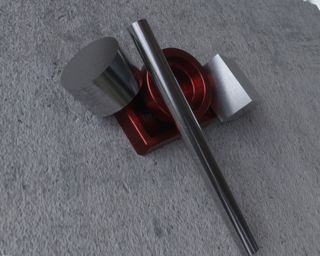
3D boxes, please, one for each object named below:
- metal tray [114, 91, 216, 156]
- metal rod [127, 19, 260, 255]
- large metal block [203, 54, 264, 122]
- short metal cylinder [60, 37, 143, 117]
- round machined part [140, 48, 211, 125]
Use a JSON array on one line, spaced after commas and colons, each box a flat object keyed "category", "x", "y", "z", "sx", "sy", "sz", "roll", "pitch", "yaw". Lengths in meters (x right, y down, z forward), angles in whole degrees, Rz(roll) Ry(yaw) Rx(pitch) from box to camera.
[{"category": "metal tray", "x": 0.006, "y": -0.027, "z": 0.423, "sx": 0.131, "sy": 0.030, "sz": 0.090, "roll": -23, "pitch": 74, "yaw": -36}, {"category": "metal rod", "x": 0.041, "y": 0.015, "z": 0.364, "sx": 0.025, "sy": 0.025, "sz": 0.299, "roll": -31, "pitch": 96, "yaw": -38}, {"category": "large metal block", "x": 0.102, "y": -0.058, "z": 0.460, "sx": 0.080, "sy": 0.050, "sz": 0.080, "roll": 58, "pitch": 27, "yaw": 13}, {"category": "short metal cylinder", "x": -0.068, "y": -0.060, "z": 0.363, "sx": 0.050, "sy": 0.080, "sz": 0.080, "roll": 50, "pitch": 39, "yaw": -42}, {"category": "round machined part", "x": 0.016, "y": -0.051, "z": 0.404, "sx": 0.099, "sy": 0.042, "sz": 0.098, "roll": 10, "pitch": 72, "yaw": -31}]
